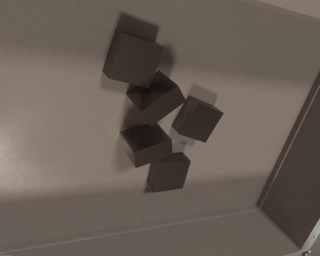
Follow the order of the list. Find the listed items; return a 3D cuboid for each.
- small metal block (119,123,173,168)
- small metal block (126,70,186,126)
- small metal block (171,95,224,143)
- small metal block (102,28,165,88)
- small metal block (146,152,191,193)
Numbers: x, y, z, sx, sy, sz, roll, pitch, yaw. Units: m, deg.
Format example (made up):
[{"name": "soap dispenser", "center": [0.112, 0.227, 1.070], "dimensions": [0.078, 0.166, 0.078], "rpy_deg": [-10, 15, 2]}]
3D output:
[{"name": "small metal block", "center": [-0.018, 0.019, 0.396], "dimensions": [0.050, 0.050, 0.025], "rpy_deg": [-18, 126, -19]}, {"name": "small metal block", "center": [-0.006, -0.037, 0.368], "dimensions": [0.050, 0.050, 0.025], "rpy_deg": [-36, 130, -4]}, {"name": "small metal block", "center": [0.052, -0.012, 0.432], "dimensions": [0.050, 0.025, 0.050], "rpy_deg": [18, 109, -36]}, {"name": "small metal block", "center": [-0.030, -0.077, 0.346], "dimensions": [0.050, 0.025, 0.050], "rpy_deg": [9, 114, -33]}, {"name": "small metal block", "center": [0.012, 0.065, 0.457], "dimensions": [0.050, 0.025, 0.050], "rpy_deg": [-2, 119, -28]}]
